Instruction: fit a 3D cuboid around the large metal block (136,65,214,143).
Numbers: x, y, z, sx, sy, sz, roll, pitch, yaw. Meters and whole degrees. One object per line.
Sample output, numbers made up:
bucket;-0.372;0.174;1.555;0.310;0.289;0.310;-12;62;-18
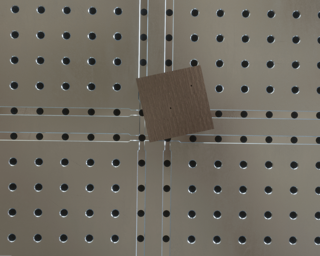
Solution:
large metal block;0.018;-0.030;0.401;0.080;0.050;0.080;-12;90;-1
